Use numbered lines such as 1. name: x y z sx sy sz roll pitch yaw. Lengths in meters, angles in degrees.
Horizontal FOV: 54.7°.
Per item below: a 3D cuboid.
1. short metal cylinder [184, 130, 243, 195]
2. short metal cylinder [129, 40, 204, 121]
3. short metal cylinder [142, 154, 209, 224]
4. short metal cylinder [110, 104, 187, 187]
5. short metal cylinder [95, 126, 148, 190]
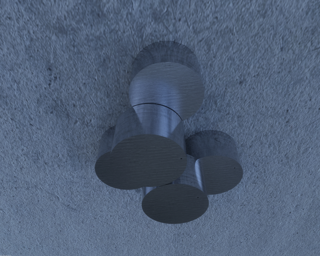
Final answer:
1. short metal cylinder: 0.071 0.049 0.434 0.081 0.050 0.079 0 130 0
2. short metal cylinder: 0.007 -0.051 0.349 0.081 0.050 0.079 0 130 0
3. short metal cylinder: 0.018 0.077 0.391 0.081 0.050 0.079 -1 130 0
4. short metal cylinder: -0.012 0.020 0.342 0.080 0.050 0.079 0 130 0
5. short metal cylinder: -0.045 0.040 0.426 0.081 0.050 0.079 0 130 0
